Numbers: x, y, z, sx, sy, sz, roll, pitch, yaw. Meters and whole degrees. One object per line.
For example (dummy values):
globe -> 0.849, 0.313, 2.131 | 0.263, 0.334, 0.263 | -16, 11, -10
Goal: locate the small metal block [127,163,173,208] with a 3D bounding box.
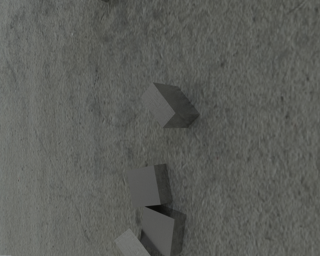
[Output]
small metal block -> -0.014, 0.077, 0.415 | 0.050, 0.025, 0.050 | -17, 79, 38

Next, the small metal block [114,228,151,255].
small metal block -> -0.032, 0.168, 0.411 | 0.050, 0.025, 0.050 | 43, 159, 31

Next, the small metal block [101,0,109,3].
small metal block -> -0.081, -0.230, 0.469 | 0.050, 0.025, 0.050 | -27, 74, 36

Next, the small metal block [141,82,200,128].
small metal block -> 0.013, -0.027, 0.376 | 0.025, 0.050, 0.050 | -49, 61, 28

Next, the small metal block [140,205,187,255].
small metal block -> 0.004, 0.130, 0.400 | 0.050, 0.025, 0.050 | 11, 97, 39
